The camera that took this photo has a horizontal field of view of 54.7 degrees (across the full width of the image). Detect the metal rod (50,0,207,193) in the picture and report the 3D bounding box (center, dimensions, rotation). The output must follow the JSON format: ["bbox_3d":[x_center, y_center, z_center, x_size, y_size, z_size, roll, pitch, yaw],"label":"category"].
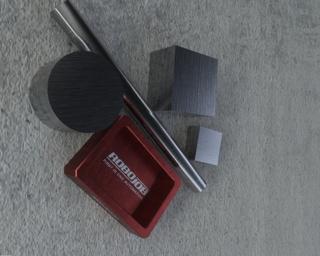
[{"bbox_3d":[-0.023,-0.020,0.388,0.025,0.025,0.300,-53,121,-27],"label":"metal rod"}]

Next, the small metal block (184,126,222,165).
[{"bbox_3d":[0.064,0.027,0.463,0.050,0.025,0.050,17,79,-39],"label":"small metal block"}]

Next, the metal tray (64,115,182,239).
[{"bbox_3d":[-0.038,0.059,0.373,0.130,0.030,0.090,52,60,-28],"label":"metal tray"}]

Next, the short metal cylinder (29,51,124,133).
[{"bbox_3d":[-0.085,-0.035,0.320,0.081,0.050,0.079,0,90,-40],"label":"short metal cylinder"}]

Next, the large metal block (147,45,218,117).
[{"bbox_3d":[0.031,-0.058,0.418,0.081,0.050,0.080,6,87,-40],"label":"large metal block"}]
